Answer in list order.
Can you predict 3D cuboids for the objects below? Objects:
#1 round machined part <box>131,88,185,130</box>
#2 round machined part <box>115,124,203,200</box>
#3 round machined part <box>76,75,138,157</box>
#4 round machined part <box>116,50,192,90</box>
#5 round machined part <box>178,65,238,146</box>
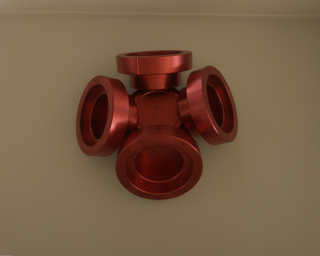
[{"bbox_3d":[-0.003,-0.014,0.403,0.099,0.042,0.098,0,70,-1],"label":"round machined part"},{"bbox_3d":[-0.001,0.036,0.366,0.099,0.097,0.042,-1,34,-1],"label":"round machined part"},{"bbox_3d":[-0.064,-0.013,0.383,0.042,0.098,0.098,9,65,-37],"label":"round machined part"},{"bbox_3d":[-0.007,-0.077,0.407,0.099,0.098,0.042,-3,108,-2],"label":"round machined part"},{"bbox_3d":[0.058,-0.025,0.390,0.042,0.098,0.098,-16,66,32],"label":"round machined part"}]
